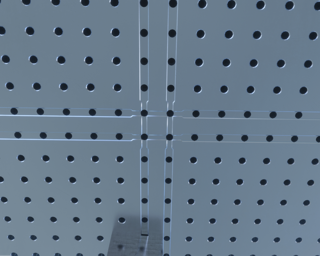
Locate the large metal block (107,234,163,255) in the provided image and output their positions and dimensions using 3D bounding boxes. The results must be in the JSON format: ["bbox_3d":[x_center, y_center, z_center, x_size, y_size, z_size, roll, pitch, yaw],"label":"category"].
[{"bbox_3d":[-0.039,0.215,0.479,0.080,0.050,0.079,5,110,-2],"label":"large metal block"}]
